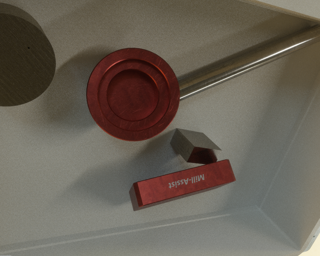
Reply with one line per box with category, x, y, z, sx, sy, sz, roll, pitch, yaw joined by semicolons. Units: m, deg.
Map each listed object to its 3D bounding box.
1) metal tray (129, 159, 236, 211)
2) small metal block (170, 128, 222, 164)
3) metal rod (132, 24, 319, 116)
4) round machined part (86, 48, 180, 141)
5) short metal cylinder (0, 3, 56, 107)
metal tray;0.027;0.081;0.428;0.131;0.030;0.090;-12;164;-14
small metal block;0.050;0.026;0.438;0.050;0.050;0.025;10;113;-33
metal rod;0.097;-0.079;0.414;0.302;0.025;0.025;-24;128;-14
round machined part;-0.031;-0.036;0.343;0.099;0.042;0.097;-1;94;-13
short metal cylinder;-0.139;-0.066;0.276;0.081;0.050;0.079;-14;125;-21
